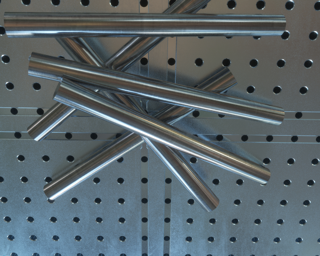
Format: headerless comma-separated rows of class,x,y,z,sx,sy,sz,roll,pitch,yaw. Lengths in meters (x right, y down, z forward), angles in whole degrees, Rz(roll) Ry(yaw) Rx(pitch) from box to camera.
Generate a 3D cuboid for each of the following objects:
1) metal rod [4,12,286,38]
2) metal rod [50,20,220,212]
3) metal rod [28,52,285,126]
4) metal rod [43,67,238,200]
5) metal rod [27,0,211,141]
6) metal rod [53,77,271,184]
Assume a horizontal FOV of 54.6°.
metal rod,-0.004,-0.113,0.339,0.302,0.025,0.025,-4,111,-12
metal rod,-0.022,-0.006,0.383,0.025,0.025,0.300,-36,106,12
metal rod,0.011,-0.040,0.359,0.302,0.025,0.025,10,110,-16
metal rod,-0.034,0.013,0.417,0.300,0.025,0.025,-32,107,11
metal rod,-0.050,-0.080,0.383,0.300,0.025,0.025,-37,106,12
metal rod,0.022,0.014,0.376,0.302,0.025,0.025,23,109,-26
